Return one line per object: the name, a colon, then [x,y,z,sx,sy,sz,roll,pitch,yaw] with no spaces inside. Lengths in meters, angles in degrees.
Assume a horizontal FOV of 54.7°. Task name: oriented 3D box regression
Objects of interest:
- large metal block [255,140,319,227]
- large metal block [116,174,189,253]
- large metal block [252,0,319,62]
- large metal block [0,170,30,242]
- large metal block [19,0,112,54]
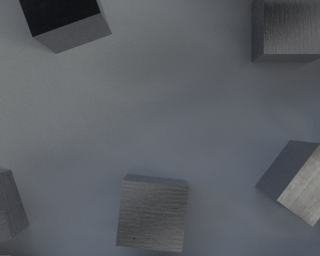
large metal block: [0.174,0.063,0.385,0.050,0.080,0.080,37,90,0]
large metal block: [-0.009,0.107,0.399,0.080,0.050,0.080,6,90,0]
large metal block: [0.166,-0.130,0.400,0.081,0.050,0.080,0,90,0]
large metal block: [-0.229,0.108,0.397,0.080,0.050,0.080,-18,90,0]
large metal block: [-0.112,-0.138,0.383,0.080,0.080,0.050,-20,90,0]
